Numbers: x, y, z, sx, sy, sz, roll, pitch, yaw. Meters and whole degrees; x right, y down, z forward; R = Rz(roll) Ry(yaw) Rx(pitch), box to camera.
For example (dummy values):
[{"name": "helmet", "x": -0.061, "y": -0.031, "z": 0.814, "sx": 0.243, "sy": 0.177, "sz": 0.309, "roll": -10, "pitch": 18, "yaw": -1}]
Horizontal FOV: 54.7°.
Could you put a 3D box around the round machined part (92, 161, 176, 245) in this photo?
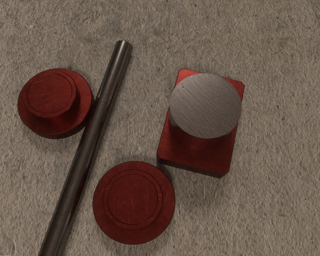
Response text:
[{"name": "round machined part", "x": -0.031, "y": 0.087, "z": 0.367, "sx": 0.099, "sy": 0.042, "sz": 0.098, "roll": 0, "pitch": 70, "yaw": -1}]

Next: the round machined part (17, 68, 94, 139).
[{"name": "round machined part", "x": -0.140, "y": -0.038, "z": 0.411, "sx": 0.099, "sy": 0.042, "sz": 0.098, "roll": 0, "pitch": 70, "yaw": -1}]

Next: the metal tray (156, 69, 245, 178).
[{"name": "metal tray", "x": 0.054, "y": -0.008, "z": 0.409, "sx": 0.090, "sy": 0.030, "sz": 0.130, "roll": 14, "pitch": 70, "yaw": 4}]

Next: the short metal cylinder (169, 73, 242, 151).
[{"name": "short metal cylinder", "x": 0.051, "y": -0.018, "z": 0.370, "sx": 0.081, "sy": 0.050, "sz": 0.080, "roll": 0, "pitch": 70, "yaw": 0}]

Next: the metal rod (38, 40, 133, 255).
[{"name": "metal rod", "x": -0.090, "y": 0.016, "z": 0.401, "sx": 0.025, "sy": 0.025, "sz": 0.299, "roll": 14, "pitch": 70, "yaw": 5}]
